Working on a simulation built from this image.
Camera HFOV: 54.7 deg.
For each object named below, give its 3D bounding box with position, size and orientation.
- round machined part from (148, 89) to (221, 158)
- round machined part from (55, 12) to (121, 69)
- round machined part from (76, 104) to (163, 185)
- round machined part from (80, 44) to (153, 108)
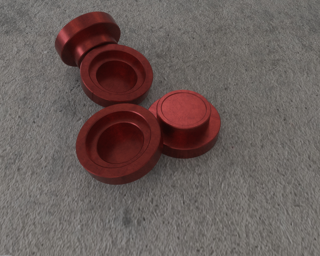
[{"bbox_3d":[0.030,-0.012,0.402,0.099,0.042,0.098,0,50,0],"label":"round machined part"},{"bbox_3d":[-0.101,-0.122,0.463,0.099,0.098,0.042,-28,78,-21],"label":"round machined part"},{"bbox_3d":[-0.044,0.022,0.365,0.098,0.042,0.098,-5,56,8],"label":"round machined part"},{"bbox_3d":[-0.062,-0.067,0.437,0.099,0.042,0.098,6,61,-11],"label":"round machined part"}]
